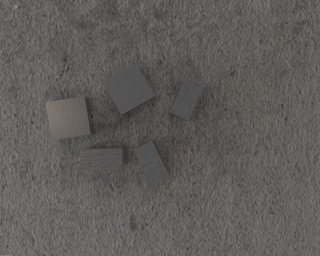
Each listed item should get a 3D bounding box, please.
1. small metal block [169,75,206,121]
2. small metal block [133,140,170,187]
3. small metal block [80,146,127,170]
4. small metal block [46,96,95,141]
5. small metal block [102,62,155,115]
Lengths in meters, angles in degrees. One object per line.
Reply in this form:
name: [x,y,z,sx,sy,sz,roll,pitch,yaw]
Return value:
small metal block: [0.033,-0.037,0.398,0.025,0.050,0.050,24,90,0]
small metal block: [-0.010,0.043,0.397,0.025,0.050,0.050,-26,90,0]
small metal block: [-0.071,0.037,0.397,0.050,0.050,0.025,-2,90,0]
small metal block: [-0.118,-0.013,0.409,0.050,0.025,0.050,-9,90,0]
small metal block: [-0.040,-0.051,0.409,0.050,0.025,0.050,-30,90,0]
